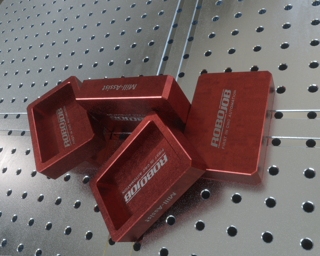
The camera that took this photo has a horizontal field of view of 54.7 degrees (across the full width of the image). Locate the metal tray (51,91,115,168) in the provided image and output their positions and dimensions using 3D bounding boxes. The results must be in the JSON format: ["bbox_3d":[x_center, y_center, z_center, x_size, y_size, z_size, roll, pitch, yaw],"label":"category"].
[{"bbox_3d":[-0.116,-0.007,0.468,0.090,0.030,0.130,-1,62,27],"label":"metal tray"}]

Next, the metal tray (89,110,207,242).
[{"bbox_3d":[-0.020,0.055,0.356,0.130,0.030,0.090,-48,50,16],"label":"metal tray"}]

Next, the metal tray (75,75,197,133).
[{"bbox_3d":[-0.029,-0.026,0.395,0.130,0.090,0.030,2,63,28],"label":"metal tray"}]

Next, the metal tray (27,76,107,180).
[{"bbox_3d":[-0.135,-0.004,0.436,0.090,0.030,0.130,-32,52,6],"label":"metal tray"}]

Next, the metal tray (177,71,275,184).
[{"bbox_3d":[0.079,-0.005,0.365,0.090,0.030,0.130,3,63,29],"label":"metal tray"}]
